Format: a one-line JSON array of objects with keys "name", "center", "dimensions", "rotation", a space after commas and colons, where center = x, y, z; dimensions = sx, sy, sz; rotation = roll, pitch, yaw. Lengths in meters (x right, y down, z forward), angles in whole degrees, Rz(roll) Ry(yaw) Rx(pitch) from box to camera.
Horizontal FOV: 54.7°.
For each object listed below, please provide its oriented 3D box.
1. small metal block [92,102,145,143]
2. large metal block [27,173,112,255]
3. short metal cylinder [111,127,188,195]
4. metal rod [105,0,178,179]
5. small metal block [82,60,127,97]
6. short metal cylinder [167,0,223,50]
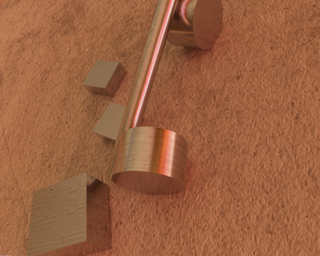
[{"name": "small metal block", "center": [-0.058, -0.004, 0.437], "dimensions": [0.050, 0.025, 0.050], "rotation": [17, 71, 34]}, {"name": "large metal block", "center": [-0.108, 0.111, 0.376], "dimensions": [0.080, 0.050, 0.080], "rotation": [-21, 54, 16]}, {"name": "short metal cylinder", "center": [-0.010, 0.039, 0.350], "dimensions": [0.080, 0.080, 0.050], "rotation": [-6, 59, 25]}, {"name": "metal rod", "center": [-0.015, -0.079, 0.399], "dimensions": [0.025, 0.025, 0.298], "rotation": [16, 89, 34]}, {"name": "small metal block", "center": [-0.089, -0.080, 0.500], "dimensions": [0.050, 0.025, 0.050], "rotation": [12, 68, 33]}, {"name": "short metal cylinder", "center": [0.047, -0.155, 0.439], "dimensions": [0.050, 0.080, 0.080], "rotation": [18, 71, 35]}]
